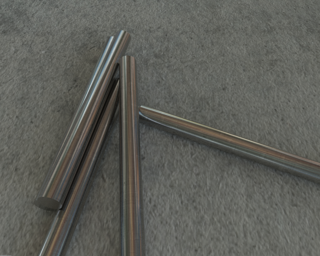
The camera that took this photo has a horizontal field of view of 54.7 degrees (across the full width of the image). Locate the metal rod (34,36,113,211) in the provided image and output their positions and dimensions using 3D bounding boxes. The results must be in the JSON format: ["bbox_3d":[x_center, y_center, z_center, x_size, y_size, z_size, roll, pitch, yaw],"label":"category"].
[{"bbox_3d":[-0.100,-0.030,0.427,0.025,0.025,0.300,7,50,5],"label":"metal rod"}]

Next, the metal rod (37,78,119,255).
[{"bbox_3d":[-0.086,0.048,0.361,0.025,0.025,0.300,9,50,7],"label":"metal rod"}]

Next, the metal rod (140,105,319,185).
[{"bbox_3d":[0.111,0.027,0.381,0.301,0.025,0.025,19,53,15],"label":"metal rod"}]

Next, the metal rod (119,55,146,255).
[{"bbox_3d":[-0.035,0.026,0.365,0.025,0.025,0.299,-3,55,-3],"label":"metal rod"}]

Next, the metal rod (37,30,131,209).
[{"bbox_3d":[-0.085,-0.036,0.406,0.025,0.025,0.300,8,49,6],"label":"metal rod"}]
